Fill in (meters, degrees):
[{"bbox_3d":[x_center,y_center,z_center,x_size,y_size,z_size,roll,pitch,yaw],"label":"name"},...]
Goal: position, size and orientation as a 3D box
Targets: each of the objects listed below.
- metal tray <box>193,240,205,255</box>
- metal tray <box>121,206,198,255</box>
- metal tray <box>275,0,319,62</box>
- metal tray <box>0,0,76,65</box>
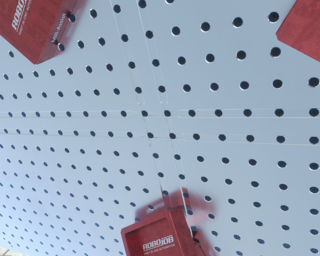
[{"bbox_3d":[0.048,0.257,0.541,0.090,0.030,0.130,-18,109,35],"label":"metal tray"},{"bbox_3d":[-0.005,0.190,0.499,0.130,0.030,0.090,-35,65,38],"label":"metal tray"},{"bbox_3d":[0.173,-0.081,0.245,0.130,0.030,0.090,31,151,8],"label":"metal tray"},{"bbox_3d":[-0.164,-0.158,0.398,0.090,0.030,0.129,42,129,-1],"label":"metal tray"}]
